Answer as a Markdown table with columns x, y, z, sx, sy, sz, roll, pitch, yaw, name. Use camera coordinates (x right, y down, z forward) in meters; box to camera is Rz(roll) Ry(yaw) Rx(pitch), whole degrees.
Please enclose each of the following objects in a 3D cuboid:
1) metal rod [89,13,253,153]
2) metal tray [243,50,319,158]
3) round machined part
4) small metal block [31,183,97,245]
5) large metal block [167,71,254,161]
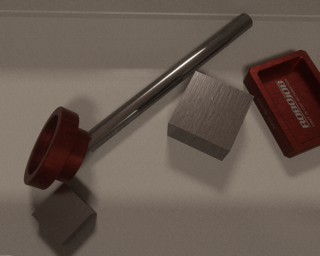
| x | y | z | sx | sy | sz | roll | pitch | yaw | name |
| --- | --- | --- | --- | --- | --- | --- | --- | --- | --- |
| 0.018 | -0.070 | 0.435 | 0.301 | 0.025 | 0.025 | -39 | 75 | -14 | metal rod |
| 0.185 | -0.035 | 0.421 | 0.091 | 0.030 | 0.130 | -21 | 72 | -8 | metal tray |
| -0.119 | 0.027 | 0.370 | 0.042 | 0.098 | 0.098 | 27 | 68 | -28 | round machined part |
| -0.113 | 0.103 | 0.371 | 0.050 | 0.025 | 0.050 | 41 | 75 | 13 | small metal block |
| 0.064 | -0.015 | 0.403 | 0.080 | 0.050 | 0.080 | 25 | 72 | 8 | large metal block |
